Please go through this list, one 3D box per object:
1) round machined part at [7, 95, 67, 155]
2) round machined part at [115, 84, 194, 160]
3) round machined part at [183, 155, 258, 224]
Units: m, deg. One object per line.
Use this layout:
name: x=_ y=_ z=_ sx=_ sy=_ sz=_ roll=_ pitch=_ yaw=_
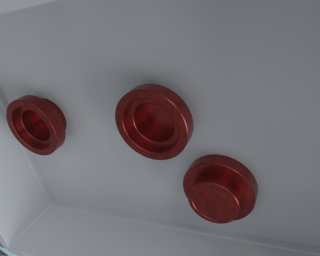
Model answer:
round machined part: x=-0.190 y=-0.008 z=0.493 sx=0.098 sy=0.042 sz=0.097 roll=13 pitch=124 yaw=21
round machined part: x=-0.004 y=-0.011 z=0.393 sx=0.098 sy=0.042 sz=0.097 roll=13 pitch=124 yaw=21
round machined part: x=0.076 y=0.087 z=0.412 sx=0.098 sy=0.042 sz=0.097 roll=13 pitch=124 yaw=21
